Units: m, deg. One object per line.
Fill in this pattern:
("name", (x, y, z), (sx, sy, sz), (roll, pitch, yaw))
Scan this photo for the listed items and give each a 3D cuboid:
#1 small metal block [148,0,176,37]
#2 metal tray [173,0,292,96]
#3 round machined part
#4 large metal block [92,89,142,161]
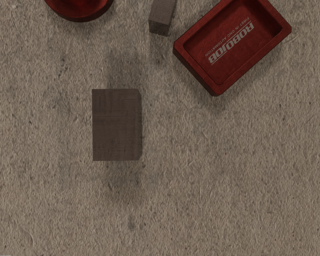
("small metal block", (0.004, -0.151, 0.397), (0.025, 0.050, 0.050), (15, 90, 0))
("metal tray", (0.093, -0.116, 0.408), (0.130, 0.030, 0.090), (-42, 91, -1))
("round machined part", (-0.109, -0.192, 0.400), (0.099, 0.042, 0.097), (0, 90, -1))
("large metal block", (-0.050, -0.004, 0.382), (0.050, 0.080, 0.079), (-1, 90, 0))
